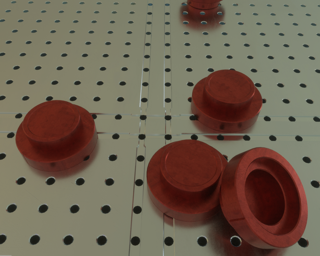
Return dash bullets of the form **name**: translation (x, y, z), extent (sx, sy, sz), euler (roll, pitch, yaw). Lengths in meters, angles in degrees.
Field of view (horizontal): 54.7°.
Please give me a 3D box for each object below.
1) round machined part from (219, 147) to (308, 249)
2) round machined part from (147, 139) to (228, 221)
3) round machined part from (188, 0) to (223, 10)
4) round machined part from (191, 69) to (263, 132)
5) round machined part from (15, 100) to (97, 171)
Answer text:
- **round machined part**: translation (0.101, 0.072, 0.318), extent (0.099, 0.042, 0.098), euler (13, 63, -27)
- **round machined part**: translation (0.034, 0.052, 0.354), extent (0.099, 0.042, 0.098), euler (1, 50, 0)
- **round machined part**: translation (0.091, -0.279, 0.632), extent (0.099, 0.042, 0.098), euler (0, 50, 0)
- **round machined part**: translation (0.095, -0.045, 0.436), extent (0.099, 0.042, 0.098), euler (1, 50, 0)
- **round machined part**: translation (-0.132, 0.002, 0.393), extent (0.099, 0.042, 0.098), euler (0, 50, 0)
